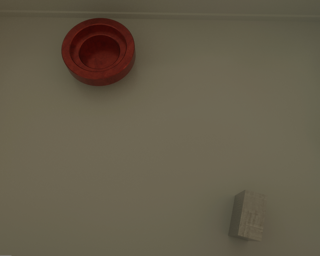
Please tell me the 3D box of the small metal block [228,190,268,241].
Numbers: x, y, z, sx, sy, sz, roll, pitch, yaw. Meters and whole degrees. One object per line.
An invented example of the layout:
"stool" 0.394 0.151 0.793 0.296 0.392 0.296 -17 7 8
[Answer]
"small metal block" 0.101 0.103 0.360 0.025 0.050 0.050 14 71 5

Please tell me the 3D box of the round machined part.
"round machined part" -0.084 -0.102 0.437 0.099 0.042 0.098 0 70 -1
